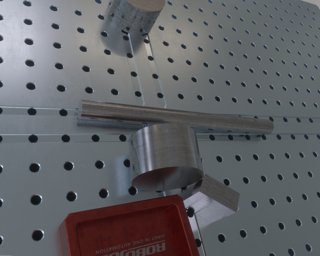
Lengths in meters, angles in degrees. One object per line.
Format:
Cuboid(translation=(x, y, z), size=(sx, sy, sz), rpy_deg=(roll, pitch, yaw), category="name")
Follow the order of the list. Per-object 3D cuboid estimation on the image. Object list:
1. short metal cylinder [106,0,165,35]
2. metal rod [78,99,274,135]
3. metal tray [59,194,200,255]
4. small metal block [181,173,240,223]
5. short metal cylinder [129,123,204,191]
Cuboid(translation=(-0.039, -0.196, 0.491), size=(0.081, 0.050, 0.080), rpy_deg=(14, 56, -21), category="short metal cylinder")
Cuboid(translation=(0.040, -0.012, 0.436), size=(0.302, 0.025, 0.025), rpy_deg=(4, 60, -26), category="metal rod")
Cuboid(translation=(-0.027, 0.124, 0.314), size=(0.131, 0.030, 0.090), rpy_deg=(-3, 63, -30), category="metal tray")
Cuboid(translation=(0.058, 0.085, 0.371), size=(0.050, 0.050, 0.025), rpy_deg=(31, 52, -9), category="small metal block")
Cuboid(translation=(0.006, 0.036, 0.354), size=(0.081, 0.080, 0.050), rpy_deg=(6, 59, -25), category="short metal cylinder")
